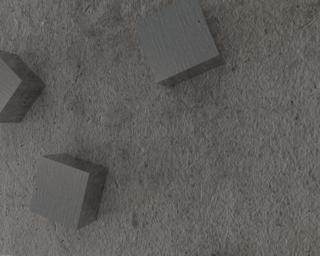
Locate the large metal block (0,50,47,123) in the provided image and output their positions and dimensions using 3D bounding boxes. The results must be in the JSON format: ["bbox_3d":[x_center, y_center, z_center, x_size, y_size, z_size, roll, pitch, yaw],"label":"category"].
[{"bbox_3d":[-0.240,-0.064,0.480,0.080,0.050,0.080,43,103,14],"label":"large metal block"}]

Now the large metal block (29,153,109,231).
[{"bbox_3d":[-0.129,0.087,0.441,0.080,0.050,0.080,15,95,19],"label":"large metal block"}]

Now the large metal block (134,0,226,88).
[{"bbox_3d":[0.026,-0.105,0.386,0.080,0.050,0.080,-22,83,18],"label":"large metal block"}]

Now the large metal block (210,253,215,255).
[{"bbox_3d":[0.066,0.217,0.372,0.080,0.050,0.080,39,102,15],"label":"large metal block"}]
